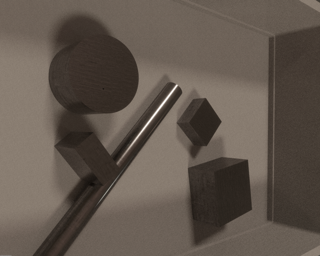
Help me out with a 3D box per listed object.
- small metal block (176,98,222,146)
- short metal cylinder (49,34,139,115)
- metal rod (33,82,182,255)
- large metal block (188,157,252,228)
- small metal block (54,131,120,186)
[{"bbox_3d":[0.059,-0.009,0.459,0.050,0.025,0.050,51,60,-28],"label":"small metal block"},{"bbox_3d":[-0.070,-0.055,0.333,0.081,0.050,0.079,0,90,-40],"label":"short metal cylinder"},{"bbox_3d":[-0.060,0.056,0.358,0.025,0.025,0.301,51,60,-28],"label":"metal rod"},{"bbox_3d":[0.092,0.093,0.471,0.081,0.050,0.079,-11,97,-40],"label":"large metal block"},{"bbox_3d":[-0.077,0.031,0.327,0.025,0.050,0.050,-46,118,-30],"label":"small metal block"}]
